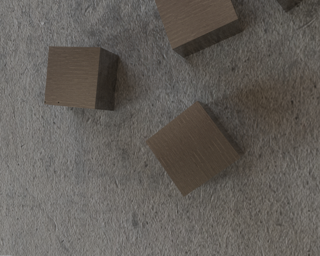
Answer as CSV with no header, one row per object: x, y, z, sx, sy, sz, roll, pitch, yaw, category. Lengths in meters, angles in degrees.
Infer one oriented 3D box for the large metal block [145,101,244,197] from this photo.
0.044,0.024,0.380,0.080,0.050,0.080,-39,78,16,large metal block

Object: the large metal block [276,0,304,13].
0.135,-0.184,0.332,0.050,0.080,0.080,-35,79,17,large metal block

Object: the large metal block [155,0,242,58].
0.046,-0.144,0.379,0.080,0.050,0.080,-21,83,18,large metal block

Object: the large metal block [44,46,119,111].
-0.109,-0.068,0.434,0.080,0.050,0.079,6,92,20,large metal block
